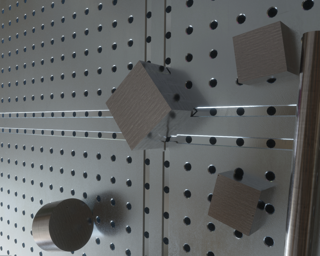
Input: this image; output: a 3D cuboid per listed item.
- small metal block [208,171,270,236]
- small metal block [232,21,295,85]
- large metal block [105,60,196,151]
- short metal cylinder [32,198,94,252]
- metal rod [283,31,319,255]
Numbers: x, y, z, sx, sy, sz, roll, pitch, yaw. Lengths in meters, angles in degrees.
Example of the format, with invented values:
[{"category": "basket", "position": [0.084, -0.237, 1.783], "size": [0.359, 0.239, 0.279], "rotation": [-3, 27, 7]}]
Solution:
[{"category": "small metal block", "position": [0.085, 0.080, 0.338], "size": [0.050, 0.025, 0.050], "rotation": [20, 102, 38]}, {"category": "small metal block", "position": [0.107, -0.075, 0.320], "size": [0.050, 0.025, 0.050], "rotation": [-10, 84, 39]}, {"category": "large metal block", "position": [-0.014, -0.027, 0.403], "size": [0.080, 0.050, 0.080], "rotation": [-46, 63, 30]}, {"category": "short metal cylinder", "position": [-0.155, 0.157, 0.499], "size": [0.050, 0.081, 0.080], "rotation": [-19, 78, 38]}, {"category": "metal rod", "position": [0.137, 0.061, 0.295], "size": [0.025, 0.025, 0.298], "rotation": [6, 94, 39]}]
